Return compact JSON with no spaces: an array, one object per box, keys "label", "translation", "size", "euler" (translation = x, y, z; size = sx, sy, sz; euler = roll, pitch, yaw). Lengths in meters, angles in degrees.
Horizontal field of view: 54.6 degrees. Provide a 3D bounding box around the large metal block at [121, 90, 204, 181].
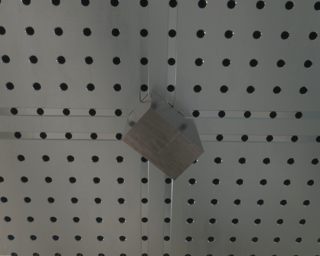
[{"label":"large metal block","translation":[0.003,0.006,0.386],"size":[0.080,0.080,0.050],"euler":[39,106,-14]}]
